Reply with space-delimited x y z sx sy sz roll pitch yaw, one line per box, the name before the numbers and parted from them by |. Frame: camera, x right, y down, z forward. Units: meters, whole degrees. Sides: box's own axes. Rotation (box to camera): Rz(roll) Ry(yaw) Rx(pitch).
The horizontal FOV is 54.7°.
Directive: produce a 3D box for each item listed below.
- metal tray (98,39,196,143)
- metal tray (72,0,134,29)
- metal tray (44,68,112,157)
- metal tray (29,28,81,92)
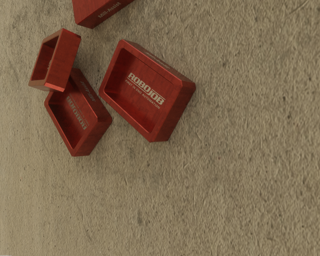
metal tray | -0.023 -0.052 0.420 0.130 0.030 0.089 41 115 32
metal tray | -0.084 -0.221 0.471 0.130 0.030 0.090 -16 80 38
metal tray | -0.141 -0.028 0.517 0.090 0.030 0.130 -51 60 27
metal tray | -0.177 -0.107 0.510 0.130 0.030 0.090 11 84 56
